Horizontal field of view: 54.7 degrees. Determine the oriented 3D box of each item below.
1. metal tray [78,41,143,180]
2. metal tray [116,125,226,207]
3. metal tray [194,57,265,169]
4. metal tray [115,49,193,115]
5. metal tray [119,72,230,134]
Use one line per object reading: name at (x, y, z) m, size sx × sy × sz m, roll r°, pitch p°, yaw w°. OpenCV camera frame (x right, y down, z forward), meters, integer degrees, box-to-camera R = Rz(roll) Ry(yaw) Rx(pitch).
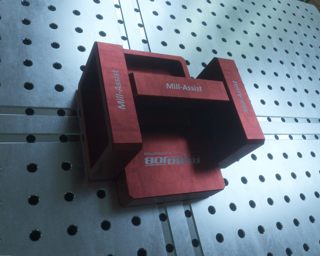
metal tray at (-0.061, -0.018, 0.345) m, size 0.030 × 0.090 × 0.130 m, roll 1°, pitch 61°, yaw -28°
metal tray at (0.010, 0.043, 0.384) m, size 0.131 × 0.030 × 0.090 m, roll 1°, pitch 62°, yaw -28°
metal tray at (0.082, -0.019, 0.423) m, size 0.030 × 0.090 × 0.130 m, roll 1°, pitch 61°, yaw -28°
metal tray at (-0.017, -0.064, 0.436) m, size 0.131 × 0.030 × 0.090 m, roll 1°, pitch 62°, yaw -28°
metal tray at (0.009, -0.025, 0.386) m, size 0.131 × 0.090 × 0.030 m, roll 1°, pitch 62°, yaw -28°
